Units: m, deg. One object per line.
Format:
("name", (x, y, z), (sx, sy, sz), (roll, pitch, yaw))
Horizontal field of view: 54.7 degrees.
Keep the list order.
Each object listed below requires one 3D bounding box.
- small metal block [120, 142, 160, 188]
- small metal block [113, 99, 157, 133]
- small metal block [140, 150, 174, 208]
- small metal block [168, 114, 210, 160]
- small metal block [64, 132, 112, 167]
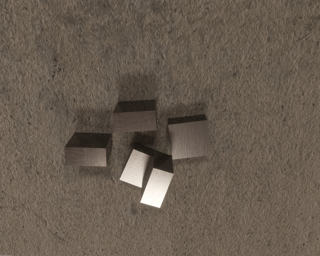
("small metal block", (-0.022, 0.054, 0.430), (0.050, 0.025, 0.050), (22, 108, -9))
("small metal block", (-0.030, -0.016, 0.390), (0.050, 0.050, 0.025), (-3, 110, 1))
("small metal block", (-0.004, 0.064, 0.393), (0.025, 0.050, 0.050), (18, 109, -7))
("small metal block", (0.039, 0.012, 0.415), (0.050, 0.025, 0.050), (-7, 110, 2))
("small metal block", (-0.092, 0.027, 0.405), (0.050, 0.050, 0.025), (2, 110, -1))
